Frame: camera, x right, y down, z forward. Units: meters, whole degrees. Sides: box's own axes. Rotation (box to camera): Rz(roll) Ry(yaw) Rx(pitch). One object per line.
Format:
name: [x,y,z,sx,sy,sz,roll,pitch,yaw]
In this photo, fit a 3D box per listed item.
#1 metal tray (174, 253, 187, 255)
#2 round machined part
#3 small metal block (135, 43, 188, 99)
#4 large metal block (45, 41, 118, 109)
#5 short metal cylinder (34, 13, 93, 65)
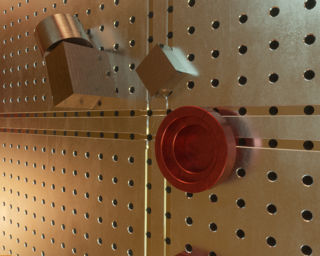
metal tray: [0.061,0.211,0.355,0.130,0.030,0.089,5,93,40]
round machined part: [0.044,0.023,0.362,0.098,0.042,0.097,0,90,40]
small metal block: [0.001,-0.075,0.409,0.050,0.025,0.050,-45,63,30]
large metal block: [-0.119,-0.076,0.472,0.050,0.081,0.080,-24,75,37]
short metal cylinder: [-0.155,-0.137,0.502,0.080,0.081,0.050,-40,66,33]
